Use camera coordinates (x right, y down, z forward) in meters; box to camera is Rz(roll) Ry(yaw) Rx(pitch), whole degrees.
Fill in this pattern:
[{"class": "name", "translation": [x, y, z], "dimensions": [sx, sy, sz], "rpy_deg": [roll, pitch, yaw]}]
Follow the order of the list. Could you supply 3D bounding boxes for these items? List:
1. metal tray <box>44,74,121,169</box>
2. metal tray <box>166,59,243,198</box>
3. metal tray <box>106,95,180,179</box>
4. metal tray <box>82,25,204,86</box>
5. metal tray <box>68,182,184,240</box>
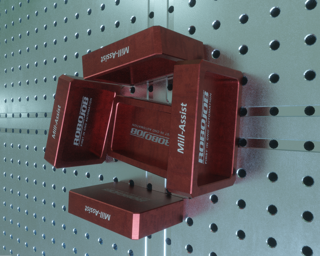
[{"class": "metal tray", "translation": [-0.114, -0.008, 0.462], "dimensions": [0.030, 0.091, 0.129], "rpy_deg": [23, 105, 38]}, {"class": "metal tray", "translation": [0.050, 0.000, 0.326], "dimensions": [0.030, 0.091, 0.129], "rpy_deg": [6, 94, 40]}, {"class": "metal tray", "translation": [-0.014, 0.009, 0.418], "dimensions": [0.130, 0.030, 0.089], "rpy_deg": [15, 99, 39]}, {"class": "metal tray", "translation": [-0.022, -0.083, 0.386], "dimensions": [0.130, 0.091, 0.030], "rpy_deg": [-8, 85, 40]}, {"class": "metal tray", "translation": [-0.046, 0.102, 0.406], "dimensions": [0.130, 0.091, 0.030], "rpy_deg": [5, 94, 40]}]
